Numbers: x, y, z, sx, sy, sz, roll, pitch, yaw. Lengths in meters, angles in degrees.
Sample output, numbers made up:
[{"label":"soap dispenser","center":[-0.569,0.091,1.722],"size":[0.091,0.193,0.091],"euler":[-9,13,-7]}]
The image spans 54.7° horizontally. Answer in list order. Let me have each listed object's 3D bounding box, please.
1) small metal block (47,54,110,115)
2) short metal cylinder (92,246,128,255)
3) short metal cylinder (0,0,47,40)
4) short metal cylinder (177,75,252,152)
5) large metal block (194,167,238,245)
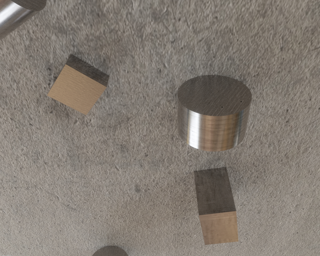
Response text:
[{"label":"small metal block","center":[-0.095,-0.050,0.364],"size":[0.050,0.025,0.050],"euler":[29,124,-23]},{"label":"short metal cylinder","center":[-0.098,0.282,0.610],"size":[0.081,0.080,0.050],"euler":[0,130,-1]},{"label":"short metal cylinder","center":[-0.147,-0.123,0.264],"size":[0.050,0.080,0.080],"euler":[-26,126,20]},{"label":"short metal cylinder","center":[0.060,-0.019,0.356],"size":[0.080,0.080,0.050],"euler":[-2,130,1]},{"label":"large metal block","center":[0.085,0.119,0.473],"size":[0.050,0.080,0.080],"euler":[-9,130,7]}]
